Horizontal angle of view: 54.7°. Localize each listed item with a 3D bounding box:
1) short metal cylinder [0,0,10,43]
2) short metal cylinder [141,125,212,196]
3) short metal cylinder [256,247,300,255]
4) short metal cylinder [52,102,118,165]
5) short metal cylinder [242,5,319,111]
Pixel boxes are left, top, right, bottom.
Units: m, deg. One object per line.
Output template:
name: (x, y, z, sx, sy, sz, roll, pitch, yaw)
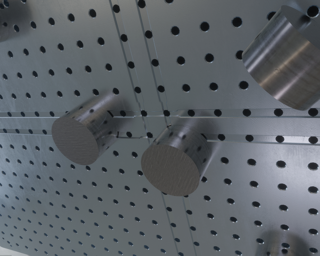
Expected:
short metal cylinder: (-0.264, -0.154, 0.439, 0.080, 0.050, 0.079, 13, 124, 21)
short metal cylinder: (0.022, 0.043, 0.410, 0.080, 0.050, 0.079, 13, 124, 21)
short metal cylinder: (0.171, 0.218, 0.440, 0.080, 0.050, 0.079, 13, 124, 21)
short metal cylinder: (-0.111, 0.008, 0.458, 0.080, 0.050, 0.079, 13, 124, 21)
short metal cylinder: (0.121, -0.062, 0.274, 0.080, 0.080, 0.050, 39, 129, 2)
